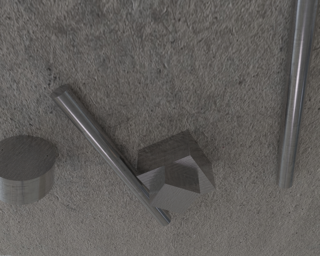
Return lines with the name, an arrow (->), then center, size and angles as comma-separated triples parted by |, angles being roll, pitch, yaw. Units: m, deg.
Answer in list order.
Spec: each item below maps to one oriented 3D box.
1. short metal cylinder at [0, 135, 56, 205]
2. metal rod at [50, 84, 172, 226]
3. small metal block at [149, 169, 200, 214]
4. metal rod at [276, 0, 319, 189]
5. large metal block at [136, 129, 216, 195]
short metal cylinder -> -0.184, 0.055, 0.416 | 0.081, 0.080, 0.050 | 12, 129, -10
metal rod -> -0.055, 0.059, 0.456 | 0.025, 0.025, 0.299 | -20, 128, 16
small metal block -> 0.019, 0.086, 0.415 | 0.050, 0.025, 0.050 | 19, 128, -16
metal rod -> 0.166, -0.028, 0.385 | 0.025, 0.025, 0.298 | -8, 130, 7
large metal block -> 0.023, 0.059, 0.442 | 0.080, 0.050, 0.080 | -24, 126, 19
